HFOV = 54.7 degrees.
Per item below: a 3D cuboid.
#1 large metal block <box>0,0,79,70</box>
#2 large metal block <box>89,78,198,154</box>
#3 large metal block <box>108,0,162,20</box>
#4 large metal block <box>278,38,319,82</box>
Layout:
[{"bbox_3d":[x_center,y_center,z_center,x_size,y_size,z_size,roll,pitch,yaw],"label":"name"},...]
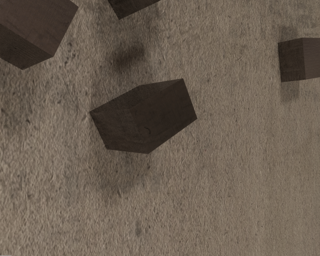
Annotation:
[{"bbox_3d":[-0.130,-0.096,0.260,0.080,0.080,0.050,32,70,-36],"label":"large metal block"},{"bbox_3d":[-0.019,-0.015,0.355,0.081,0.080,0.050,-34,112,-35],"label":"large metal block"},{"bbox_3d":[-0.012,-0.177,0.360,0.080,0.080,0.050,-46,118,-30],"label":"large metal block"},{"bbox_3d":[0.289,-0.139,0.635,0.081,0.050,0.079,-13,99,-40],"label":"large metal block"}]
